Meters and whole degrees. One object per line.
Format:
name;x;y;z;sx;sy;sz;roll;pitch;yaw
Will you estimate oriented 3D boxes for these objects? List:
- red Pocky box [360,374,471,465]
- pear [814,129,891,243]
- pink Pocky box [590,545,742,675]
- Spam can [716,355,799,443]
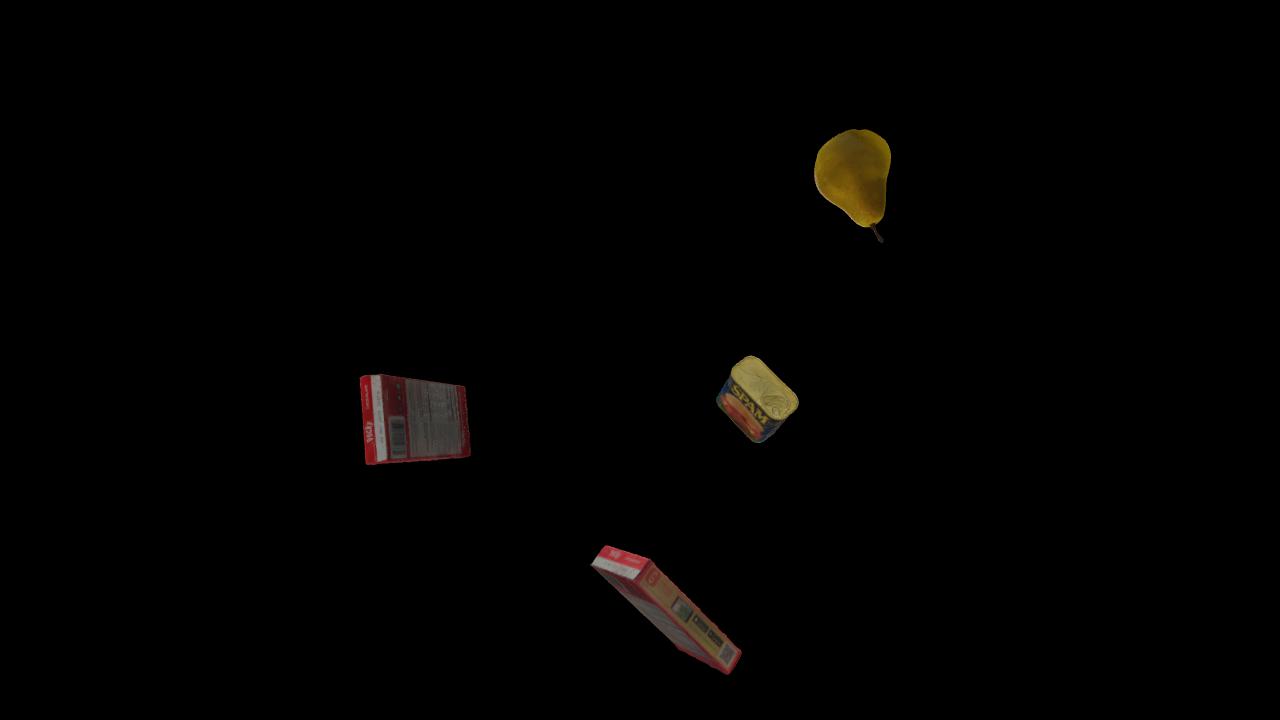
red Pocky box;-0.224;0.062;0.628;0.028;0.083;0.155;-10;-9;12
pear;0.215;-0.168;0.605;0.080;0.111;0.080;-7;-24;-3
pink Pocky box;0.026;0.247;0.613;0.029;0.155;0.084;-50;21;-26
Spam can;0.165;0.059;0.881;0.058;0.101;0.085;-33;-20;-27
